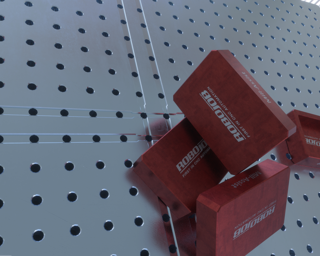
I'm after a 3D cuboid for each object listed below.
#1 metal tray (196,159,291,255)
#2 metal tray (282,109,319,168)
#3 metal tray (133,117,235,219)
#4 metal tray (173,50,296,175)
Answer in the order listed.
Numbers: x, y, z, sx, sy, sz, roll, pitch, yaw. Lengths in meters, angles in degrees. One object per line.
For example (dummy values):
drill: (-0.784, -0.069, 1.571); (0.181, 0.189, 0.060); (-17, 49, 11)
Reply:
metal tray: (0.099, 0.099, 0.362); (0.131, 0.030, 0.089); (-18, 115, -35)
metal tray: (0.279, 0.024, 0.539); (0.131, 0.030, 0.090); (11, 57, -22)
metal tray: (0.040, 0.040, 0.402); (0.090, 0.030, 0.131); (47, 51, 4)
metal tray: (0.085, -0.019, 0.377); (0.030, 0.090, 0.130); (-18, 66, -49)
